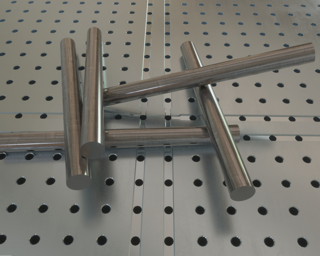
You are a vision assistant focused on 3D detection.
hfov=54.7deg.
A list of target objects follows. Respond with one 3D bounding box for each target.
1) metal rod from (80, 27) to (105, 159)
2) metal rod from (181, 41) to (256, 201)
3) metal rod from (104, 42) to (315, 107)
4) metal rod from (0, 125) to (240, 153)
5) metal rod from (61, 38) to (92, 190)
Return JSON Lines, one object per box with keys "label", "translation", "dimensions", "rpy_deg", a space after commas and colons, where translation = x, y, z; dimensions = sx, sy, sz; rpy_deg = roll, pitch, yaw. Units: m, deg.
{"label": "metal rod", "translation": [-0.093, -0.072, 0.433], "dimensions": [0.025, 0.025, 0.300], "rpy_deg": [-7, 40, -6]}
{"label": "metal rod", "translation": [0.064, -0.036, 0.412], "dimensions": [0.025, 0.025, 0.300], "rpy_deg": [-5, 42, -4]}
{"label": "metal rod", "translation": [0.043, -0.066, 0.412], "dimensions": [0.301, 0.025, 0.025], "rpy_deg": [-11, 49, 10]}
{"label": "metal rod", "translation": [-0.050, 0.013, 0.395], "dimensions": [0.302, 0.025, 0.025], "rpy_deg": [-2, 50, -2]}
{"label": "metal rod", "translation": [-0.119, -0.043, 0.418], "dimensions": [0.025, 0.025, 0.300], "rpy_deg": [-11, 44, -10]}
